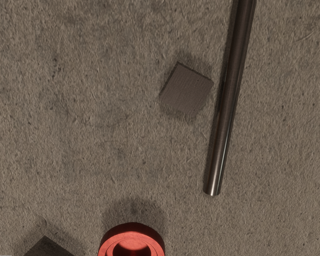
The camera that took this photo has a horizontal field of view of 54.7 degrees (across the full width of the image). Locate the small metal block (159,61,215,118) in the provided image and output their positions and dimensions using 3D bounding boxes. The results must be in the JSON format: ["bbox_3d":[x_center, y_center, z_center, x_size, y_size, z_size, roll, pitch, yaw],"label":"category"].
[{"bbox_3d":[0.033,-0.049,0.392,0.050,0.025,0.050,26,108,-10],"label":"small metal block"}]

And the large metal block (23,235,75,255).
[{"bbox_3d":[-0.179,0.228,0.478,0.080,0.050,0.080,42,104,-14],"label":"large metal block"}]

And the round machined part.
[{"bbox_3d":[-0.042,0.183,0.468,0.099,0.042,0.097,0,110,-1],"label":"round machined part"}]

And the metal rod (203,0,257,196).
[{"bbox_3d":[0.088,-0.049,0.392,0.025,0.025,0.298,5,110,-2],"label":"metal rod"}]
